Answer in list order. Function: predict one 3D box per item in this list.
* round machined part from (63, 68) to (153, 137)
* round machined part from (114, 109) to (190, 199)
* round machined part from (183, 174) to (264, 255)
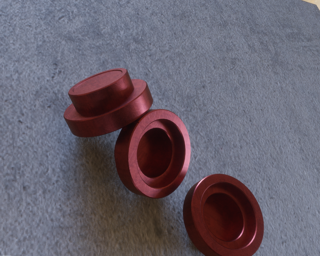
[{"bbox_3d":[-0.061,-0.034,0.343,0.099,0.098,0.042,-44,125,-39],"label":"round machined part"},{"bbox_3d":[-0.012,0.028,0.352,0.099,0.042,0.097,-2,92,-46],"label":"round machined part"},{"bbox_3d":[0.070,0.107,0.367,0.099,0.042,0.098,14,56,-21],"label":"round machined part"}]
